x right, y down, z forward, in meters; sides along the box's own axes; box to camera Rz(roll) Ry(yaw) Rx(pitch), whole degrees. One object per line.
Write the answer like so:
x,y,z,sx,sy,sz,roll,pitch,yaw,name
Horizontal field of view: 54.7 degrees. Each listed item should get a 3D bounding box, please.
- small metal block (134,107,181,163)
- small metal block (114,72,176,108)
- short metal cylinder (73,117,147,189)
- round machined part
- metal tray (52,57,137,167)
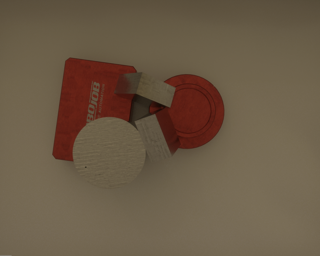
-0.001,0.006,0.358,0.025,0.050,0.050,-19,97,18,small metal block
-0.019,-0.045,0.372,0.050,0.050,0.025,19,83,-37,small metal block
-0.056,0.027,0.367,0.081,0.050,0.079,0,90,-1,short metal cylinder
0.035,-0.021,0.401,0.099,0.042,0.097,0,90,-1,round machined part
-0.083,-0.020,0.404,0.091,0.030,0.129,8,90,-1,metal tray
